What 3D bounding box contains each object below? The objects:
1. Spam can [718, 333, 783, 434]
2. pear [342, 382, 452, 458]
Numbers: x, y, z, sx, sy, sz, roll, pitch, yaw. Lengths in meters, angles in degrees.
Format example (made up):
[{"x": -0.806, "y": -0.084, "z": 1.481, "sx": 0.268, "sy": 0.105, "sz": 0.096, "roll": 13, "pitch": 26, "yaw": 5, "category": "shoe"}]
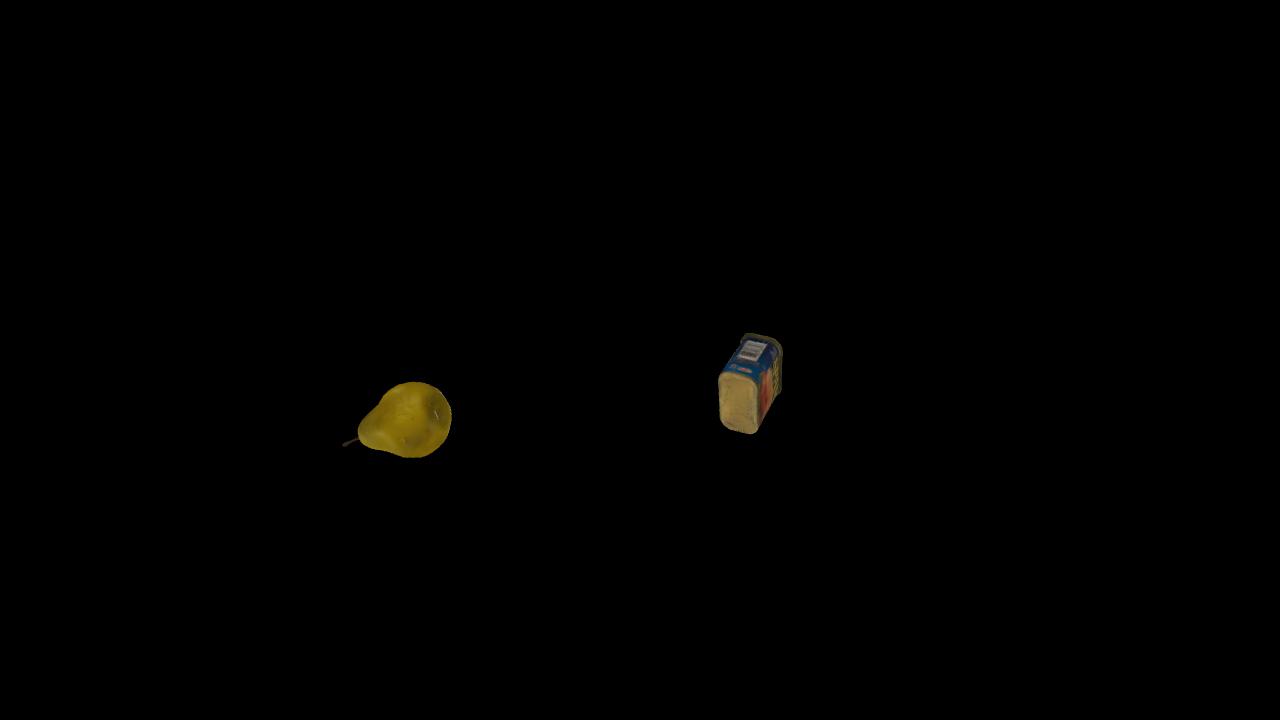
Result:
[{"x": 0.141, "y": 0.031, "z": 0.792, "sx": 0.058, "sy": 0.101, "sz": 0.085, "roll": 14, "pitch": 42, "yaw": 27, "category": "Spam can"}, {"x": -0.256, "y": 0.067, "z": 0.644, "sx": 0.111, "sy": 0.080, "sz": 0.080, "roll": -11, "pitch": -3, "yaw": 14, "category": "pear"}]
